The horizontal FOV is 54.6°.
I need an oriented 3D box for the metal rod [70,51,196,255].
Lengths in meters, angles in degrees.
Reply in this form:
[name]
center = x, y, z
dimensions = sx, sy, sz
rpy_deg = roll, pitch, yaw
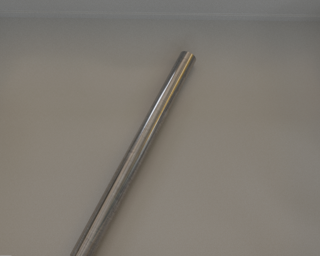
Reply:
[metal rod]
center = -0.026, 0.024, 0.400
dimensions = 0.025, 0.025, 0.300
rpy_deg = 25, 72, 9
